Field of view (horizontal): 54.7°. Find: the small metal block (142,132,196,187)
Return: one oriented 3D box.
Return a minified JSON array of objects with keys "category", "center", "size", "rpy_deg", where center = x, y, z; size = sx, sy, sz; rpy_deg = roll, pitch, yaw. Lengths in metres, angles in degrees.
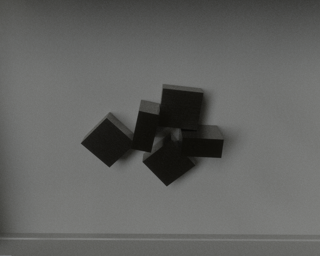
[{"category":"small metal block","center":[0.012,0.043,0.425],"size":[0.050,0.025,0.050],"rpy_deg":[-39,106,12]}]

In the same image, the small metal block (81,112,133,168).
[{"category":"small metal block","center":[-0.068,0.016,0.414],"size":[0.050,0.025,0.050],"rpy_deg":[-43,105,14]}]

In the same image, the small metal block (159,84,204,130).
[{"category":"small metal block","center":[0.026,-0.027,0.400],"size":[0.050,0.025,0.050],"rpy_deg":[6,110,-3]}]

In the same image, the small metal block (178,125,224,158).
[{"category":"small metal block","center":[0.052,0.016,0.402],"size":[0.050,0.050,0.025],"rpy_deg":[3,110,-2]}]

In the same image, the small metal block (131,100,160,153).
[{"category":"small metal block","center":[-0.018,-0.003,0.394],"size":[0.025,0.050,0.050],"rpy_deg":[12,110,-5]}]
